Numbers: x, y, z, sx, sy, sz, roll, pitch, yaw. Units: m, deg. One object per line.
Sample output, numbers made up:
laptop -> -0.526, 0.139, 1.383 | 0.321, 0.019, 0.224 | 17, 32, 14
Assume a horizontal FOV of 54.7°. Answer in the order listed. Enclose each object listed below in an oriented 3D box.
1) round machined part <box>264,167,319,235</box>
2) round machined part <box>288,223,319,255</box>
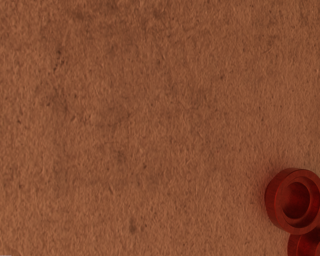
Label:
round machined part -> 0.202, 0.109, 0.477 | 0.099, 0.042, 0.097 | 0, 90, -21
round machined part -> 0.259, 0.197, 0.499 | 0.099, 0.042, 0.097 | 0, 90, -21
